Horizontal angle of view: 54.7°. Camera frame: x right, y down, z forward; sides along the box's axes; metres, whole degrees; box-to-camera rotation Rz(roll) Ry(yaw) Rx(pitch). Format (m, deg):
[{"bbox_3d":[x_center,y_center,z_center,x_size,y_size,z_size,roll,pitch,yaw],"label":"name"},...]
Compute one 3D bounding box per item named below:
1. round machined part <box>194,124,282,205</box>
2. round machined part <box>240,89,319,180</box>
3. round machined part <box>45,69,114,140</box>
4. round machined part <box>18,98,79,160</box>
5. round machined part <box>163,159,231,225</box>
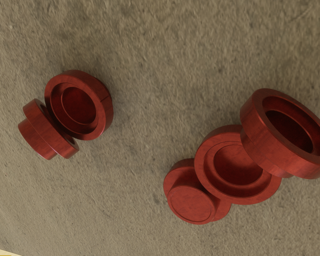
[{"bbox_3d":[0.094,0.039,0.367,0.098,0.042,0.097,11,120,19],"label":"round machined part"},{"bbox_3d":[0.119,0.010,0.302,0.098,0.098,0.042,36,128,4],"label":"round machined part"},{"bbox_3d":[-0.106,-0.035,0.428,0.098,0.042,0.097,13,124,20],"label":"round machined part"},{"bbox_3d":[-0.165,0.008,0.450,0.098,0.042,0.098,50,173,9],"label":"round machined part"},{"bbox_3d":[0.049,0.094,0.427,0.098,0.042,0.097,13,124,20],"label":"round machined part"}]
